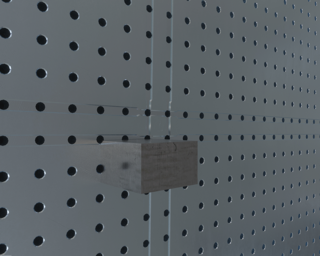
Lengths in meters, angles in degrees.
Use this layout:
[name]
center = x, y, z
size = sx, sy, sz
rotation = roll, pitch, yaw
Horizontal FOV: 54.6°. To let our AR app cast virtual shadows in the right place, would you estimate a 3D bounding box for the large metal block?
[large metal block]
center = -0.013, 0.040, 0.361
size = 0.081, 0.080, 0.050
rotation = 0, 91, -40
